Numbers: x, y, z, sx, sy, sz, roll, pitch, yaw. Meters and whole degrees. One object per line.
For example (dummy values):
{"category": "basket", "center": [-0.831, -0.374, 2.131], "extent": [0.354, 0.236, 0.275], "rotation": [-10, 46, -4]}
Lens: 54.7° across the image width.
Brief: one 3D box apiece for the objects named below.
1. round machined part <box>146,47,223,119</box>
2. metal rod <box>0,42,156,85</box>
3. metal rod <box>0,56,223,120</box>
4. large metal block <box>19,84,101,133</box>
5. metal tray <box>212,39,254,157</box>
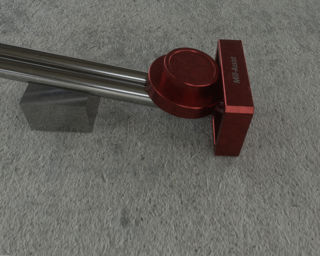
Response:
{"category": "round machined part", "center": [0.035, -0.062, 0.383], "extent": [0.099, 0.042, 0.098], "rotation": [7, 52, -9]}
{"category": "metal rod", "center": [-0.064, -0.070, 0.404], "extent": [0.302, 0.025, 0.025], "rotation": [10, 50, -9]}
{"category": "metal rod", "center": [-0.066, -0.050, 0.387], "extent": [0.302, 0.025, 0.025], "rotation": [10, 50, -8]}
{"category": "large metal block", "center": [-0.128, -0.042, 0.417], "extent": [0.080, 0.050, 0.080], "rotation": [3, 50, 2]}
{"category": "metal tray", "center": [0.087, -0.040, 0.396], "extent": [0.030, 0.089, 0.130], "rotation": [3, 50, 2]}
